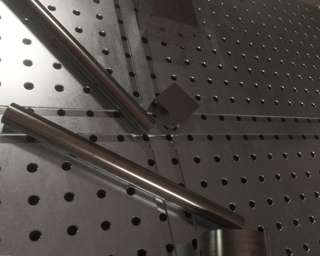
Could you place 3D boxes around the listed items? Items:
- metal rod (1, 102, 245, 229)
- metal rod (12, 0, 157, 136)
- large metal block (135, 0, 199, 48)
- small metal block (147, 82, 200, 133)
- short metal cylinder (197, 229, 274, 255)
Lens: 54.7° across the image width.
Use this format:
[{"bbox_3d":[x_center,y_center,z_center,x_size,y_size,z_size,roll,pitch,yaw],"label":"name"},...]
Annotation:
[{"bbox_3d":[-0.032,0.053,0.359,0.301,0.025,0.025,28,52,-11],"label":"metal rod"},{"bbox_3d":[-0.117,-0.106,0.410,0.300,0.025,0.025,46,51,3],"label":"metal rod"},{"bbox_3d":[0.010,-0.187,0.513,0.081,0.050,0.080,5,59,-26],"label":"large metal block"},{"bbox_3d":[0.020,-0.030,0.439,0.050,0.025,0.050,44,51,2],"label":"small metal block"},{"bbox_3d":[0.080,0.144,0.330,0.081,0.080,0.050,17,55,-19],"label":"short metal cylinder"}]
